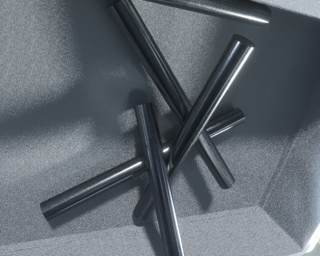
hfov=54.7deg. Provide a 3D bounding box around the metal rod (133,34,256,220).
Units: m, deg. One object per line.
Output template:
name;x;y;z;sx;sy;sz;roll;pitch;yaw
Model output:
metal rod;0.027;0.023;0.389;0.025;0.025;0.298;3;132;-30

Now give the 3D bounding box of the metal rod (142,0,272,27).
metal rod;0.003;-0.138;0.312;0.303;0.025;0.025;-1;119;-32

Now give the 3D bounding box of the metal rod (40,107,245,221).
metal rod;-0.014;0.044;0.427;0.302;0.025;0.025;-25;128;-13

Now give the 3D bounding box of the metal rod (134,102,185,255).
metal rod;0.009;0.116;0.396;0.025;0.025;0.298;-14;96;-21

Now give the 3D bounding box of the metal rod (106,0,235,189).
metal rod;0.029;-0.022;0.387;0.025;0.025;0.299;-37;122;-4
